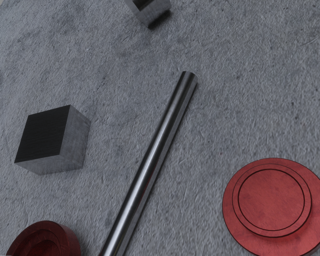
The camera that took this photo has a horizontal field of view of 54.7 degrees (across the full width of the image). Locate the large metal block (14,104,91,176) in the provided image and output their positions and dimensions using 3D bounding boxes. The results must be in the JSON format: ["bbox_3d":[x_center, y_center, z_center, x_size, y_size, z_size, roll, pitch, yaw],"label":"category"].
[{"bbox_3d":[-0.156,0.019,0.458,0.080,0.050,0.080,-11,57,22],"label":"large metal block"}]

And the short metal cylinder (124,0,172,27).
[{"bbox_3d":[-0.026,-0.216,0.515,0.050,0.080,0.080,-39,51,2],"label":"short metal cylinder"}]

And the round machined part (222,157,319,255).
[{"bbox_3d":[0.107,0.072,0.293,0.098,0.042,0.098,-13,56,21],"label":"round machined part"}]

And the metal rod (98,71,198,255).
[{"bbox_3d":[-0.018,0.059,0.376,0.025,0.025,0.300,11,67,33],"label":"metal rod"}]

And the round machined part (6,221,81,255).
[{"bbox_3d":[-0.133,0.163,0.363,0.098,0.042,0.098,-13,56,21],"label":"round machined part"}]
